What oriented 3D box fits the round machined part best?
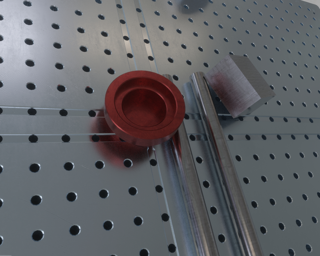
[{"bbox_3d":[-0.021,-0.021,0.390,0.099,0.042,0.098,6,61,-11],"label":"round machined part"}]

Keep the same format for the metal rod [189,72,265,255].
[{"bbox_3d":[0.089,0.050,0.424,0.025,0.025,0.299,1,61,-28],"label":"metal rod"}]

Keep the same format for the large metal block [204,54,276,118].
[{"bbox_3d":[0.127,-0.066,0.485,0.081,0.050,0.080,-14,68,-54],"label":"large metal block"}]

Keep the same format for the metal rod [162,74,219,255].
[{"bbox_3d":[0.035,0.060,0.389,0.025,0.025,0.299,2,61,-28],"label":"metal rod"}]
